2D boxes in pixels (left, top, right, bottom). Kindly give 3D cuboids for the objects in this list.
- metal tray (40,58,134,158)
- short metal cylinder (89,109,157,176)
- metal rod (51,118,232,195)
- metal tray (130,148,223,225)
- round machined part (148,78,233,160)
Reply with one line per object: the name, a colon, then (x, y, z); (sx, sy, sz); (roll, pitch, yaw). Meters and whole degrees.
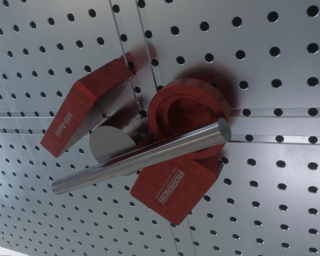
metal tray: (-0.096, -0.025, 0.404); (0.030, 0.090, 0.129); (43, 129, -2)
short metal cylinder: (-0.051, 0.020, 0.434); (0.080, 0.050, 0.079); (13, 124, 21)
metal rod: (-0.047, 0.047, 0.400); (0.299, 0.025, 0.025); (-22, 107, 36)
metal tray: (0.019, 0.074, 0.444); (0.090, 0.030, 0.129); (33, 129, 6)
round machined part: (0.039, -0.014, 0.371); (0.098, 0.042, 0.097); (13, 124, 20)
